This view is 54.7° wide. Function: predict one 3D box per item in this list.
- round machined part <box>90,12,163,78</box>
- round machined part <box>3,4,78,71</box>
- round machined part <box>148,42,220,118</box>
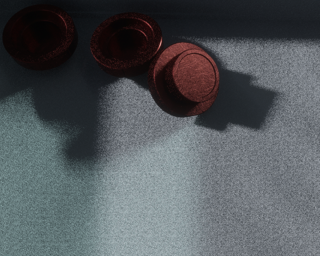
[{"bbox_3d":[-0.044,-0.111,0.436,0.099,0.042,0.098,-2,65,6],"label":"round machined part"},{"bbox_3d":[-0.167,-0.124,0.445,0.099,0.042,0.098,0,70,0],"label":"round machined part"},{"bbox_3d":[0.037,-0.064,0.402,0.099,0.042,0.097,2,85,-26],"label":"round machined part"}]
